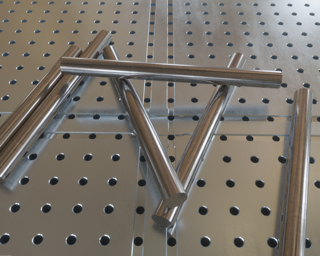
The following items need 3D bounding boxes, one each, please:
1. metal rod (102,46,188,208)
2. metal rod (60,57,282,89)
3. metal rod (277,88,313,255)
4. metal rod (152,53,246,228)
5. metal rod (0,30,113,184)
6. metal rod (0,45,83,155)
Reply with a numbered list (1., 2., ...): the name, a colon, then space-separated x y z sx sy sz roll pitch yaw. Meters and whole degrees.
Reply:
1. metal rod: -0.034 -0.026 0.412 0.025 0.025 0.300 -15 46 -12
2. metal rod: 0.017 -0.077 0.432 0.302 0.025 0.025 4 50 -1
3. metal rod: 0.158 0.060 0.357 0.025 0.025 0.301 15 52 12
4. metal rod: 0.065 -0.006 0.413 0.025 0.025 0.301 19 52 15
5. metal rod: -0.143 -0.052 0.450 0.025 0.025 0.301 15 51 12
6. metal rod: -0.186 -0.017 0.421 0.025 0.025 0.301 14 51 12
